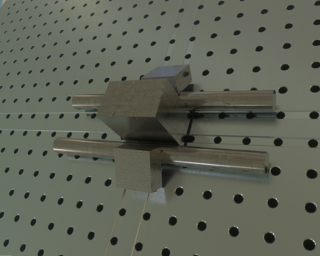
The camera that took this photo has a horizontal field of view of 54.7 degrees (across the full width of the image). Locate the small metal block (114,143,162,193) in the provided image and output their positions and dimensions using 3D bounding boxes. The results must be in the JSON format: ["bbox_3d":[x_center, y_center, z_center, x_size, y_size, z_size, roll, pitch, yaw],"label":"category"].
[{"bbox_3d":[-0.026,0.047,0.373,0.050,0.025,0.050,3,101,29],"label":"small metal block"}]

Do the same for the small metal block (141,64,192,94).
[{"bbox_3d":[0.010,-0.066,0.424,0.050,0.025,0.050,1,28,28],"label":"small metal block"}]

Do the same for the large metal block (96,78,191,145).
[{"bbox_3d":[-0.017,-0.016,0.386,0.080,0.080,0.050,2,63,29],"label":"large metal block"}]

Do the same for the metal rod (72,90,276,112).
[{"bbox_3d":[-0.001,-0.036,0.426,0.300,0.025,0.025,2,63,29],"label":"metal rod"}]

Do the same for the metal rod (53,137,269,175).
[{"bbox_3d":[-0.020,0.032,0.395,0.300,0.025,0.025,2,63,29],"label":"metal rod"}]
